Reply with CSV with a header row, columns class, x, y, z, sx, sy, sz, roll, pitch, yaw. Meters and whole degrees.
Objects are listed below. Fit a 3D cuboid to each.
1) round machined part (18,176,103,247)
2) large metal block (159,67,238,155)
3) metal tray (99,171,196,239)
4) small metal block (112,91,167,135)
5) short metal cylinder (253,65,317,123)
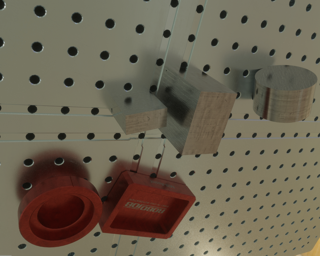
class,x,y,z,sx,sy,sz,roll,pitch,yaw
round machined part,-0.126,0.100,0.393,0.099,0.042,0.097,-14,124,-21
large metal block,0.039,-0.023,0.383,0.050,0.080,0.079,0,119,-29
metal tray,-0.018,0.121,0.472,0.131,0.030,0.090,21,107,-36
small metal block,-0.025,-0.019,0.369,0.050,0.050,0.025,-12,124,-22
short metal cylinder,0.175,-0.050,0.440,0.081,0.080,0.050,-19,126,-17
